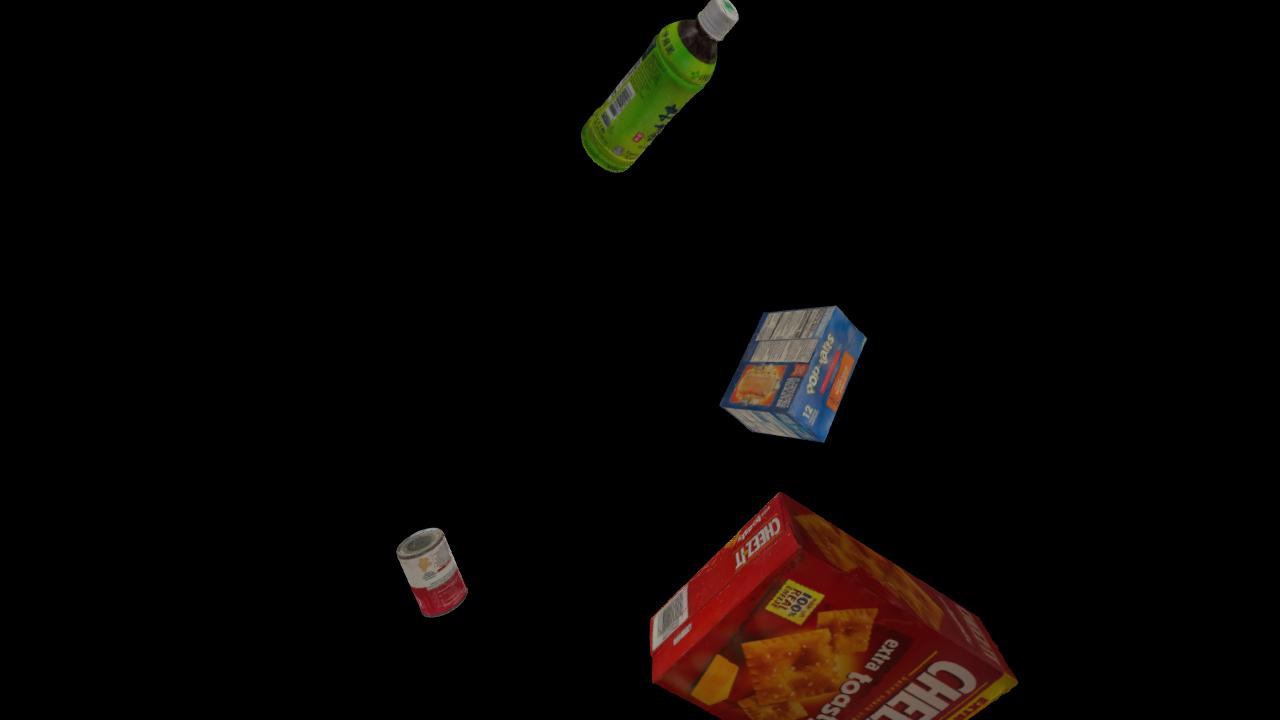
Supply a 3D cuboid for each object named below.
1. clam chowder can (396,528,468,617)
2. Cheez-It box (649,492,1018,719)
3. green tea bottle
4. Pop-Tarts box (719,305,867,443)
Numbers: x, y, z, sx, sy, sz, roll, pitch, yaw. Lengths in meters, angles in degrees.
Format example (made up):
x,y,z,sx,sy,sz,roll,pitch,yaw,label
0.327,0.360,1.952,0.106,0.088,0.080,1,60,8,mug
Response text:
x,y,z,sx,sy,sz,roll,pitch,yaw,label
-0.290,0.296,0.860,0.068,0.102,0.068,-13,17,4,clam chowder can
0.143,0.225,0.477,0.223,0.166,0.071,34,20,-14,Cheez-It box
0.019,-0.284,0.640,0.073,0.073,0.212,0,-22,-38,green tea bottle
0.214,0.018,0.867,0.083,0.167,0.141,36,-18,-26,Pop-Tarts box
